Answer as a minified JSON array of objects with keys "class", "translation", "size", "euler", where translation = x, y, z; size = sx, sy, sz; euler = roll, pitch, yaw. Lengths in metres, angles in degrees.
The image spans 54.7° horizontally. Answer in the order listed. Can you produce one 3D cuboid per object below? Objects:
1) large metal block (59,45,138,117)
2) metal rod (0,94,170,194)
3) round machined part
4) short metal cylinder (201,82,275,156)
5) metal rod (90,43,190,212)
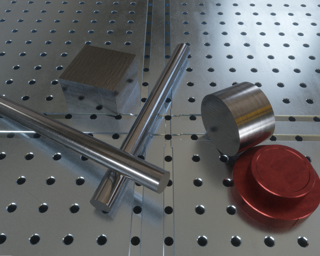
[{"class":"large metal block","translation":[-0.085,-0.070,0.449],"size":[0.080,0.050,0.080],"euler":[14,51,11]},{"class":"metal rod","translation":[-0.123,0.006,0.379],"size":[0.301,0.025,0.025],"euler":[22,53,25]},{"class":"round machined part","translation":[0.133,0.057,0.350],"size":[0.099,0.042,0.098],"euler":[0,50,0]},{"class":"short metal cylinder","translation":[0.094,-0.011,0.383],"size":[0.050,0.080,0.080],"euler":[-22,54,-17]},{"class":"metal rod","translation":[-0.013,-0.023,0.426],"size":[0.025,0.025,0.301],"euler":[16,52,12]}]
